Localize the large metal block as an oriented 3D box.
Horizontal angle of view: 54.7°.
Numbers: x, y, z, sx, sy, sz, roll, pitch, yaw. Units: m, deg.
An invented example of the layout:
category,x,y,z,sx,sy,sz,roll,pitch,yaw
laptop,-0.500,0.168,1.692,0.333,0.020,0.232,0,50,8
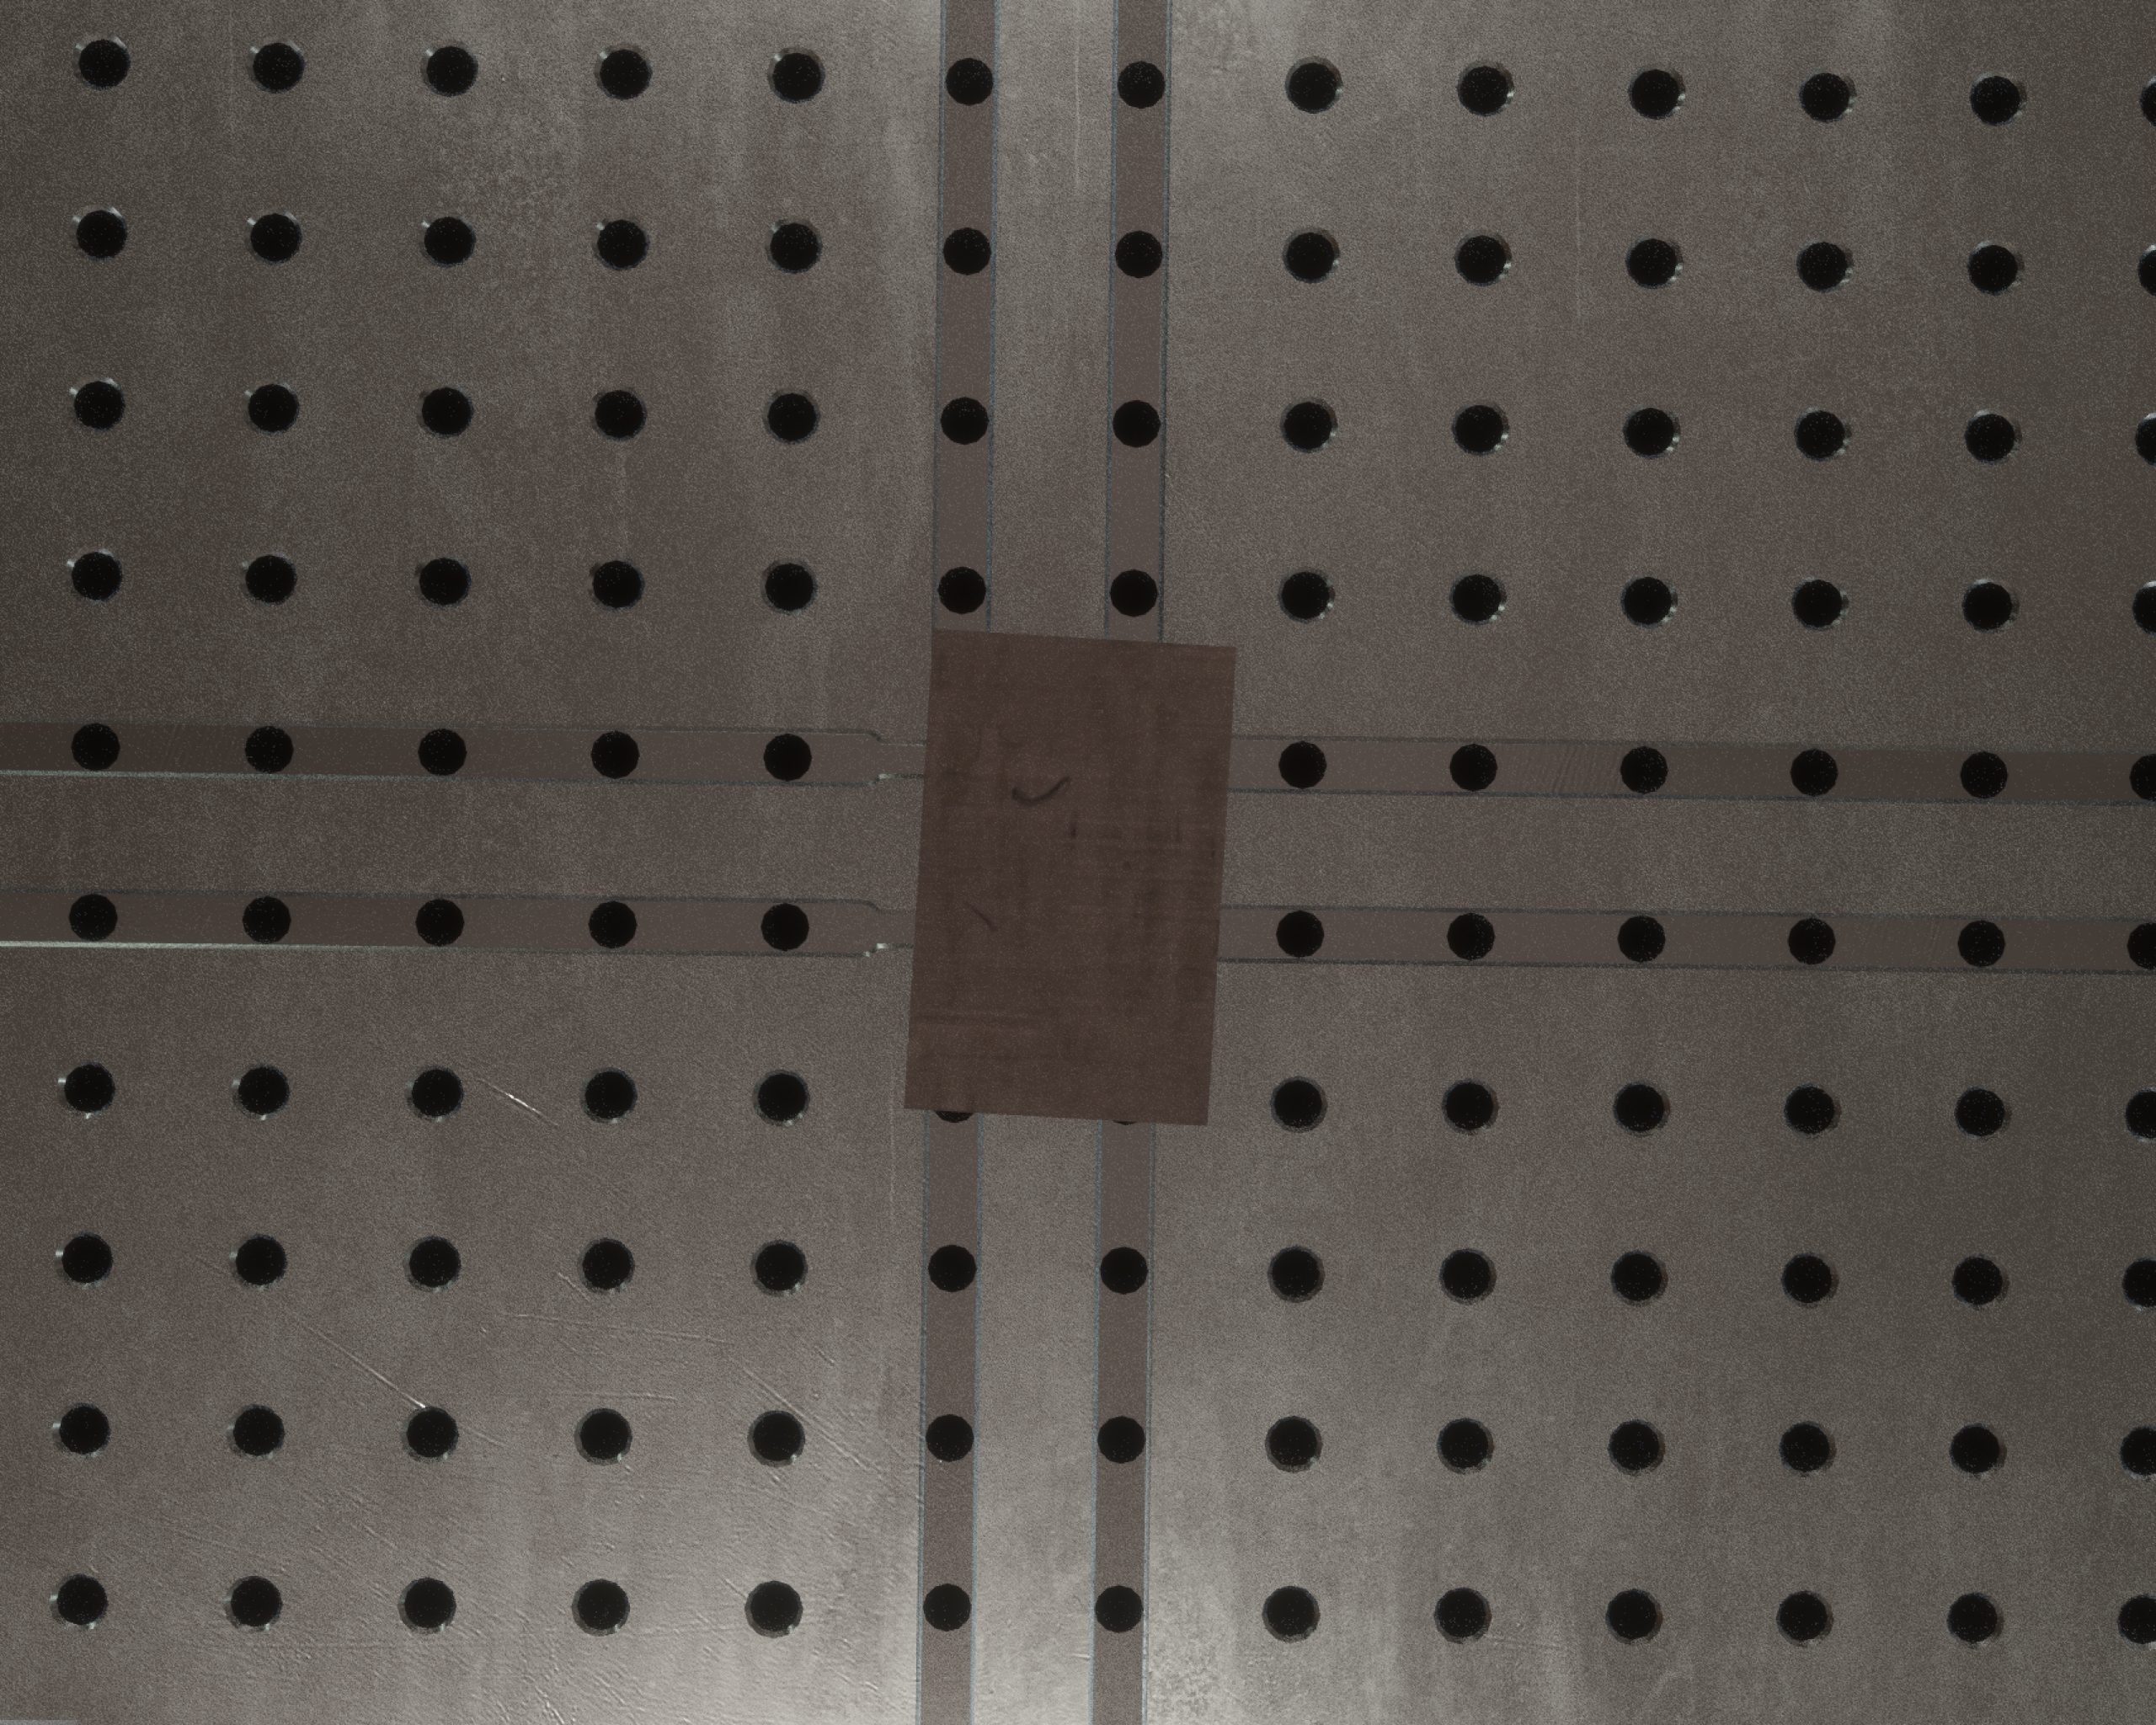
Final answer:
category,x,y,z,sx,sy,sz,roll,pitch,yaw
large metal block,-0.001,0.002,0.385,0.050,0.080,0.079,3,90,0
